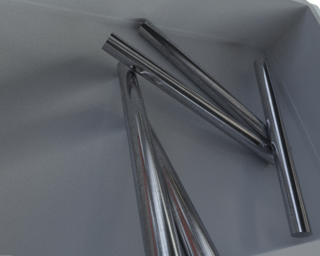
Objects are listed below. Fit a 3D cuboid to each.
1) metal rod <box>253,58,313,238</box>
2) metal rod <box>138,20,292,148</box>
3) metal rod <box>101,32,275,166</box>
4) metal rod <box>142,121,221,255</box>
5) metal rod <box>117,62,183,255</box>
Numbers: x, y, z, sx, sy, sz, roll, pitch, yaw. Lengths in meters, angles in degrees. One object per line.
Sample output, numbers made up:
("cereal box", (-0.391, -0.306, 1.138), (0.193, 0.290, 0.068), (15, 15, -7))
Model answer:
("metal rod", (0.174, 0.007, 0.460), (0.025, 0.025, 0.300), (16, 52, -19))
("metal rod", (0.086, -0.060, 0.488), (0.300, 0.025, 0.025), (42, 51, 0))
("metal rod", (0.055, -0.031, 0.428), (0.301, 0.025, 0.025), (33, 51, -17))
("metal rod", (0.010, 0.058, 0.274), (0.025, 0.025, 0.300), (11, 24, -23))
("metal rod", (-0.022, 0.004, 0.317), (0.025, 0.025, 0.300), (13, 33, -21))
